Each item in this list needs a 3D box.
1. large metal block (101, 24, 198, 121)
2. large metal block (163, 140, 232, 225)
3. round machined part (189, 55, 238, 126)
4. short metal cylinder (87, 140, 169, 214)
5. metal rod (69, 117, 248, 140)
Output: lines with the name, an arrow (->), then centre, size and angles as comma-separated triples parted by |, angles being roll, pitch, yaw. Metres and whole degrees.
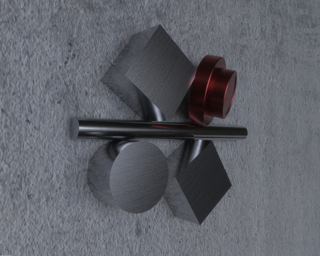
large metal block -> -0.010, -0.064, 0.380 | 0.080, 0.050, 0.080 | 44, 63, -31
large metal block -> 0.045, 0.072, 0.430 | 0.080, 0.050, 0.080 | -41, 115, -33
round machined part -> 0.078, -0.050, 0.432 | 0.098, 0.042, 0.097 | 15, 91, -69
short metal cylinder -> -0.037, 0.054, 0.361 | 0.081, 0.050, 0.079 | 0, 90, -40
metal rod -> 0.023, 0.004, 0.429 | 0.302, 0.025, 0.025 | 2, 89, -40
